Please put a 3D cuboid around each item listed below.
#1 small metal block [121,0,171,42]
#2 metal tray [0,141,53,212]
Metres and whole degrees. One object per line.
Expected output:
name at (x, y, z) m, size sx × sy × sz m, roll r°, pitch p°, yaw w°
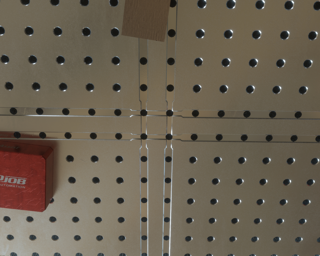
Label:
small metal block at (-0.016, -0.132, 0.365) m, size 0.050 × 0.025 × 0.050 m, roll 8°, pitch 110°, yaw -3°
metal tray at (-0.221, 0.065, 0.433) m, size 0.131 × 0.030 × 0.089 m, roll 7°, pitch 110°, yaw -3°
